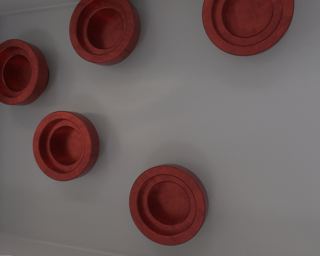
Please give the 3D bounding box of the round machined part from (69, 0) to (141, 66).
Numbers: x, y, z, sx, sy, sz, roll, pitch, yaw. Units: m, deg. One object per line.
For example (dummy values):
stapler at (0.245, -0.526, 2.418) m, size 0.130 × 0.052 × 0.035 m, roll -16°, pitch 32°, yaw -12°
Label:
round machined part at (-0.071, -0.134, 0.427) m, size 0.098 × 0.042 × 0.097 m, roll 0°, pitch 90°, yaw 20°

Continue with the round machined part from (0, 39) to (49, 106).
round machined part at (-0.212, -0.083, 0.476) m, size 0.098 × 0.042 × 0.097 m, roll 0°, pitch 90°, yaw 20°

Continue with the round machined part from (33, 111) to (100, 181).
round machined part at (-0.129, 0.025, 0.447) m, size 0.098 × 0.042 × 0.097 m, roll 0°, pitch 90°, yaw 20°

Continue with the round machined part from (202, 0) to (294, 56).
round machined part at (0.102, -0.133, 0.359) m, size 0.098 × 0.042 × 0.097 m, roll 5°, pitch 103°, yaw 21°

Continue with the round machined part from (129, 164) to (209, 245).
round machined part at (0.014, 0.094, 0.396) m, size 0.098 × 0.042 × 0.097 m, roll 0°, pitch 90°, yaw 20°
